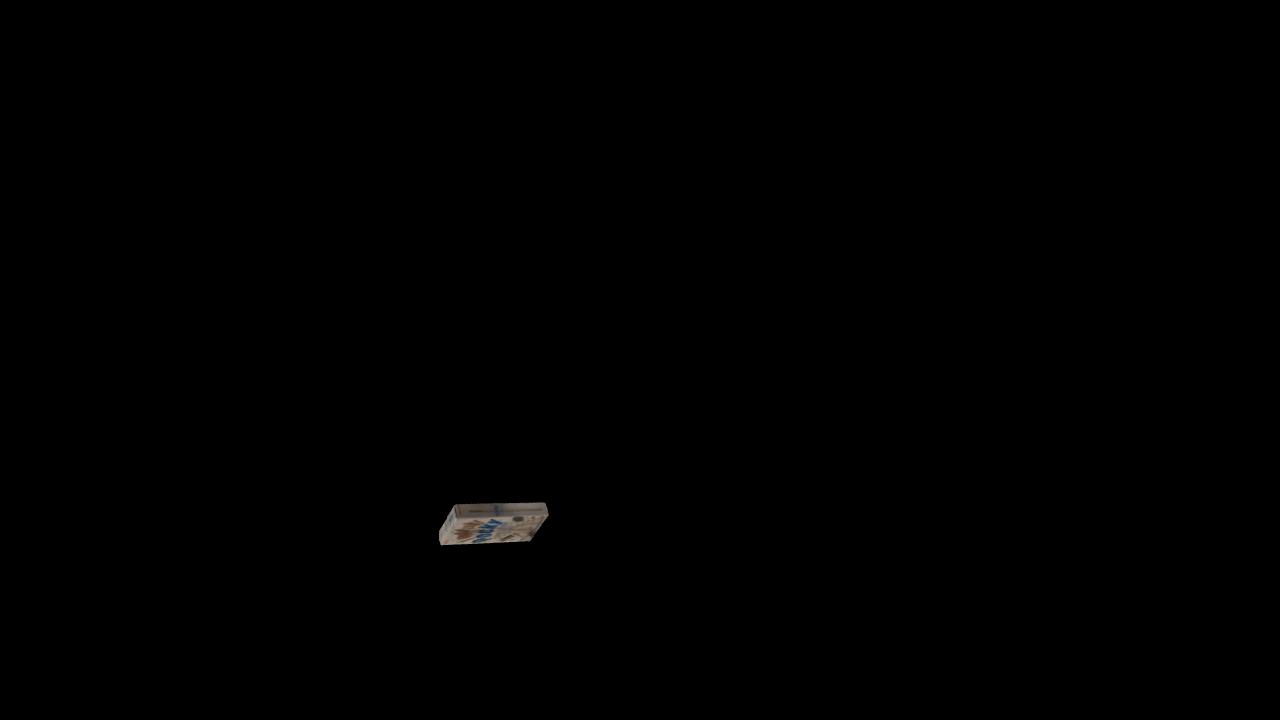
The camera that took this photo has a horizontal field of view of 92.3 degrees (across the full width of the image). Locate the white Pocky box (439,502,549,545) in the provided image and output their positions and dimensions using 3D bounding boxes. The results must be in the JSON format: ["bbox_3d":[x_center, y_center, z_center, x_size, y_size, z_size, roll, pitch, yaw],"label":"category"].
[{"bbox_3d":[-0.232,0.260,0.981,0.154,0.028,0.084,8,-47,-34],"label":"white Pocky box"}]
